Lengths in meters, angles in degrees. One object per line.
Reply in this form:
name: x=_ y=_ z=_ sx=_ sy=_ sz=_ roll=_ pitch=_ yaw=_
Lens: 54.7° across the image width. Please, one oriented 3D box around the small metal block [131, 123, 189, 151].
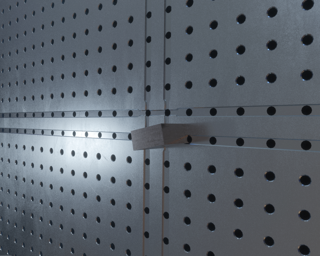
small metal block: x=0.000 y=0.011 z=0.391 sx=0.050 sy=0.050 sz=0.025 roll=-14 pitch=82 yaw=39
